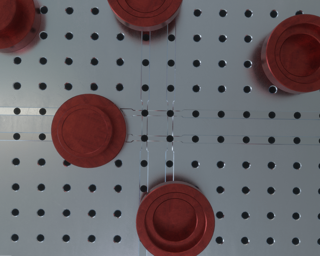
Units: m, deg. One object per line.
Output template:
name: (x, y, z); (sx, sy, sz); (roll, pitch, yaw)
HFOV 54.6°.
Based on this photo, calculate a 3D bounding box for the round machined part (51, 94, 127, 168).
round machined part: (-0.093, 0.004, 0.404); (0.099, 0.042, 0.097); (0, 90, 0)

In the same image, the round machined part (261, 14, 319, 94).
round machined part: (0.181, -0.093, 0.406); (0.099, 0.042, 0.097); (0, 90, 0)

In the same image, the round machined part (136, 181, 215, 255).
round machined part: (0.019, 0.117, 0.405); (0.099, 0.042, 0.097); (0, 90, 0)

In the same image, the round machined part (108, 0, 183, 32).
round machined part: (-0.019, -0.174, 0.405); (0.099, 0.042, 0.097); (0, 90, 0)

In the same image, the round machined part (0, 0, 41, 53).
round machined part: (-0.213, -0.152, 0.403); (0.099, 0.042, 0.097); (0, 90, 0)
